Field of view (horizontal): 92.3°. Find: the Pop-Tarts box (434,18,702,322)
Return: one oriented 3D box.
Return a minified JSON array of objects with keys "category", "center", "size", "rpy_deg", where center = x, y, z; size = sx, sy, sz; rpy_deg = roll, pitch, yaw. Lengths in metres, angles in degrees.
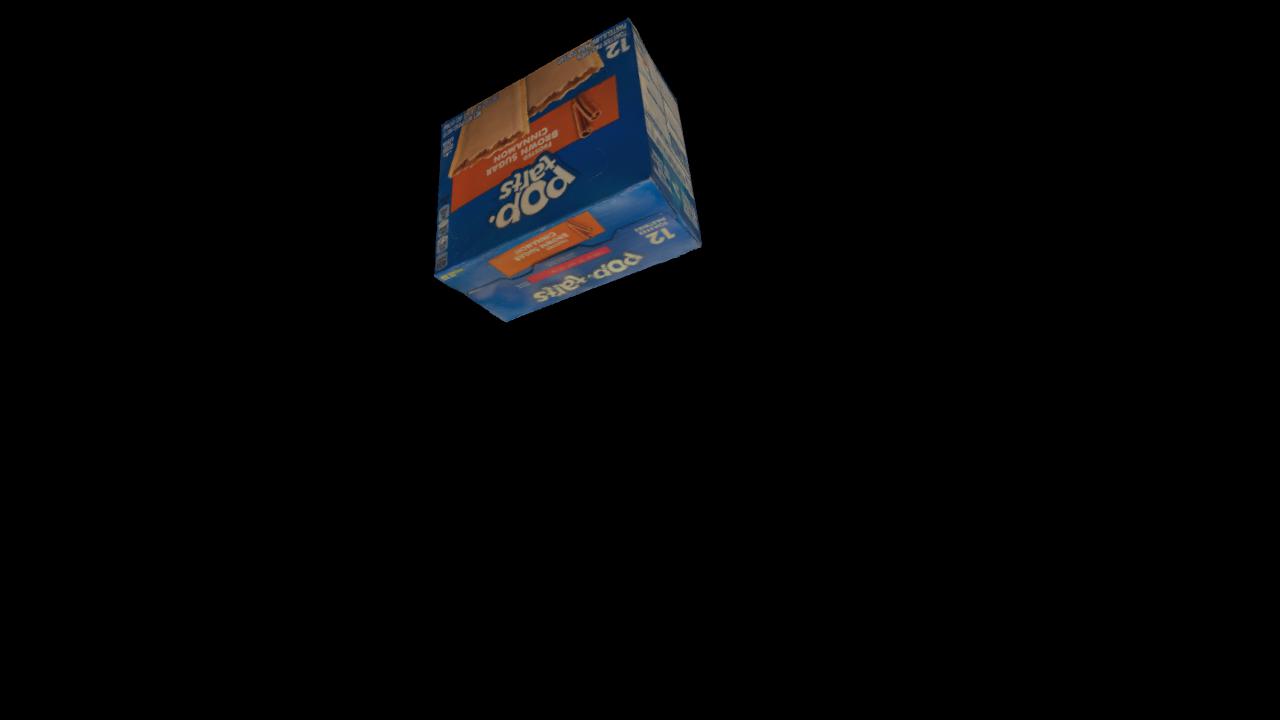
[{"category":"Pop-Tarts box","center":[-0.055,-0.126,0.435],"size":[0.167,0.141,0.083],"rpy_deg":[-18,-27,23]}]
